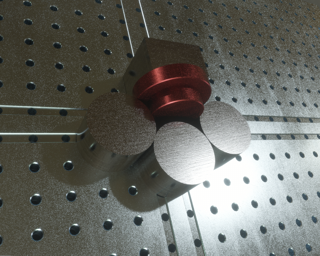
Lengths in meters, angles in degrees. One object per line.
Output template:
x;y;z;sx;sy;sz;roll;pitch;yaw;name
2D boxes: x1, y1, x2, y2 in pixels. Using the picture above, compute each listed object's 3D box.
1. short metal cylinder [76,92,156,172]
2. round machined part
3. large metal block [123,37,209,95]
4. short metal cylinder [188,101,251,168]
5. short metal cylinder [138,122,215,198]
-0.051;0.005;0.362;0.081;0.050;0.080;14;56;-21;short metal cylinder
0.017;-0.034;0.389;0.099;0.097;0.042;2;61;-28;round machined part
0.005;-0.071;0.418;0.081;0.080;0.050;1;62;-28;large metal block
0.077;0.009;0.428;0.081;0.050;0.080;14;56;-21;short metal cylinder
0.019;0.039;0.379;0.081;0.050;0.080;14;56;-21;short metal cylinder
